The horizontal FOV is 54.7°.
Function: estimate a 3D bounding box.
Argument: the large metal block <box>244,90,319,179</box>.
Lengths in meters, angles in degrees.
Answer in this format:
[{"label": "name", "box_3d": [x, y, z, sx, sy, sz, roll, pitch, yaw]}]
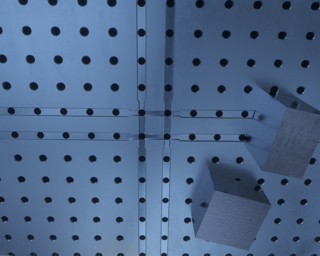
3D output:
[{"label": "large metal block", "box_3d": [0.152, 0.005, 0.388, 0.050, 0.080, 0.079, 12, 110, -5]}]

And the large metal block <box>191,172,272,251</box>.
[{"label": "large metal block", "box_3d": [0.099, 0.119, 0.446, 0.080, 0.050, 0.079, 16, 109, -6]}]
